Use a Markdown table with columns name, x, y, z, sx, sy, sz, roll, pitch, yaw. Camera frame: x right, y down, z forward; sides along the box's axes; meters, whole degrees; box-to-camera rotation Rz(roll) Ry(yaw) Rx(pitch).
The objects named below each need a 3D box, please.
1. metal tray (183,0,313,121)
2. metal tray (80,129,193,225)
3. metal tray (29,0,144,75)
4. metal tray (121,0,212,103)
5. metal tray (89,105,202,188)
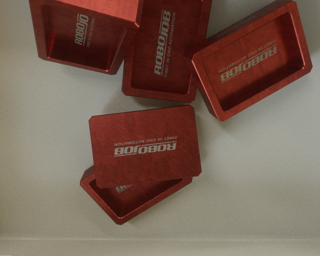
| name | x | y | z | sx | sy | sz | roll | pitch | yaw |
| --- | --- | --- | --- | --- | --- | --- | --- | --- | --- |
| metal tray | 0.105 | -0.078 | 0.362 | 0.130 | 0.030 | 0.090 | -30 | 116 | -2 |
| metal tray | -0.032 | 0.068 | 0.433 | 0.130 | 0.030 | 0.090 | -34 | 107 | 11 |
| metal tray | -0.077 | -0.098 | 0.313 | 0.091 | 0.130 | 0.030 | 10 | 77 | -16 |
| metal tray | 0.006 | -0.100 | 0.371 | 0.091 | 0.030 | 0.129 | 7 | 110 | -3 |
| metal tray | -0.018 | 0.023 | 0.395 | 0.131 | 0.030 | 0.089 | -7 | 90 | -2 |
